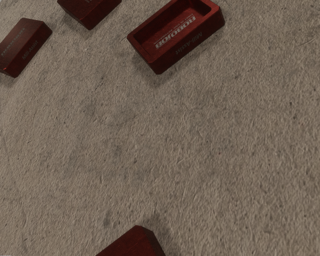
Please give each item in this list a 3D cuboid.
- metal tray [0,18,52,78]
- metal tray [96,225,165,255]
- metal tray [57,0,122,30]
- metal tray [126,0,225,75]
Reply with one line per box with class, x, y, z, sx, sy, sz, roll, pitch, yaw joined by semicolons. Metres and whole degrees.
metal tray;-0.301;-0.174;0.662;0.090;0.030;0.130;21;73;35
metal tray;-0.022;0.176;0.303;0.090;0.030;0.130;-38;51;2
metal tray;-0.148;-0.262;0.636;0.090;0.030;0.130;-44;51;-3
metal tray;0.022;-0.152;0.481;0.130;0.030;0.090;-38;51;2
